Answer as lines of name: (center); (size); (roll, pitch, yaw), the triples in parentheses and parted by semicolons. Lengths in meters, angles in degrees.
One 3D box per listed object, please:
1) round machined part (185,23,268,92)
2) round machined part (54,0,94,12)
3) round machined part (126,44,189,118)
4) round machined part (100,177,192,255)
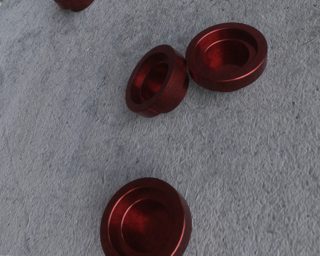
round machined part: (0.084, -0.084, 0.393); (0.098, 0.042, 0.098); (-8, 57, 12)
round machined part: (-0.176, -0.289, 0.663); (0.098, 0.042, 0.098); (-13, 56, 21)
round machined part: (0.000, -0.058, 0.414); (0.098, 0.042, 0.098); (-29, 48, 38)
round machined part: (-0.012, 0.106, 0.334); (0.098, 0.042, 0.098); (-13, 56, 21)
